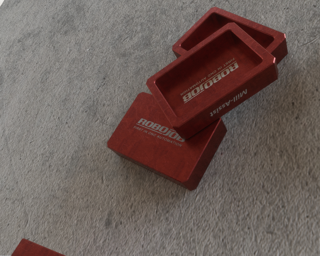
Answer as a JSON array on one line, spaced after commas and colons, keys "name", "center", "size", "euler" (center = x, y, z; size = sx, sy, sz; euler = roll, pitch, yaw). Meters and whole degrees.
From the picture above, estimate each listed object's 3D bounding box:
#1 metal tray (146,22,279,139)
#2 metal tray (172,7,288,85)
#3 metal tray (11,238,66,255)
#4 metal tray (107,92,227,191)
[{"name": "metal tray", "center": [0.057, -0.058, 0.366], "size": [0.130, 0.030, 0.090], "euler": [-34, 51, 5]}, {"name": "metal tray", "center": [0.090, -0.106, 0.418], "size": [0.090, 0.030, 0.130], "euler": [-45, 51, -4]}, {"name": "metal tray", "center": [-0.076, 0.156, 0.303], "size": [0.130, 0.090, 0.030], "euler": [6, 53, 30]}, {"name": "metal tray", "center": [0.006, 0.011, 0.391], "size": [0.130, 0.030, 0.090], "euler": [21, 72, 35]}]
